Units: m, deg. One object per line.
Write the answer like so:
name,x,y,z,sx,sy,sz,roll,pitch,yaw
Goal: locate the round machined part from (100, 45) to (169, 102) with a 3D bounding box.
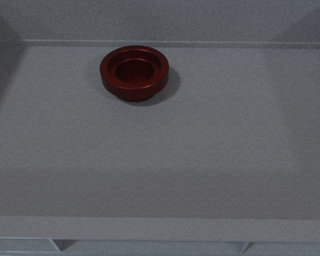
round machined part,-0.037,-0.076,0.458,0.099,0.042,0.098,0,50,0
